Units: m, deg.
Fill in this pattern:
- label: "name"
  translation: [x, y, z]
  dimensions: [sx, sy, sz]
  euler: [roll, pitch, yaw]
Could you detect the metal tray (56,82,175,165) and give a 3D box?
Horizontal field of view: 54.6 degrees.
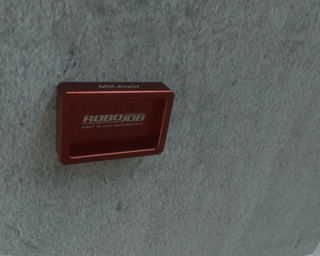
- label: "metal tray"
  translation: [-0.053, -0.007, 0.369]
  dimensions: [0.131, 0.030, 0.089]
  euler: [-4, 120, -26]
